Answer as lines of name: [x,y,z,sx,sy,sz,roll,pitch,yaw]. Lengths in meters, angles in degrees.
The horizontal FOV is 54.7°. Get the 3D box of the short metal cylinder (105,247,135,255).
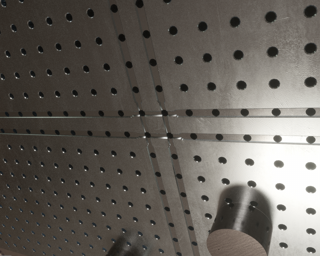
short metal cylinder: [-0.081,0.284,0.611,0.080,0.050,0.079,13,124,20]

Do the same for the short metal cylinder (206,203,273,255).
short metal cylinder: [0.111,0.152,0.430,0.080,0.050,0.079,13,124,20]
